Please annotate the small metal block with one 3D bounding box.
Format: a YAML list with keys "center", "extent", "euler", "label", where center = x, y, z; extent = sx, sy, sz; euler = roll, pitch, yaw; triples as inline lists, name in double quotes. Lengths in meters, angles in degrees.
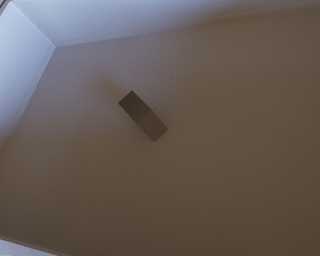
- center: [-0.022, -0.016, 0.409]
  extent: [0.025, 0.050, 0.050]
  euler: [-43, 51, -1]
  label: "small metal block"
